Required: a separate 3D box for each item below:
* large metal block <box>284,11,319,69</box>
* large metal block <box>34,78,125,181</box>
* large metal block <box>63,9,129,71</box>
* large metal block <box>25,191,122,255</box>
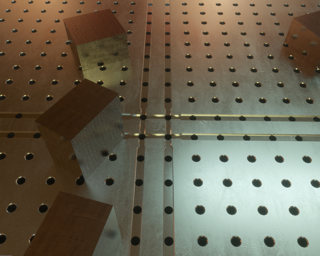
[{"bbox_3d":[0.275,-0.152,0.523,0.081,0.050,0.080,-19,53,-16],"label":"large metal block"},{"bbox_3d":[-0.089,0.002,0.369,0.050,0.080,0.080,26,55,19],"label":"large metal block"},{"bbox_3d":[-0.105,-0.148,0.514,0.081,0.050,0.080,-20,53,-16],"label":"large metal block"},{"bbox_3d":[-0.075,0.115,0.274,0.050,0.080,0.080,13,51,10],"label":"large metal block"}]
